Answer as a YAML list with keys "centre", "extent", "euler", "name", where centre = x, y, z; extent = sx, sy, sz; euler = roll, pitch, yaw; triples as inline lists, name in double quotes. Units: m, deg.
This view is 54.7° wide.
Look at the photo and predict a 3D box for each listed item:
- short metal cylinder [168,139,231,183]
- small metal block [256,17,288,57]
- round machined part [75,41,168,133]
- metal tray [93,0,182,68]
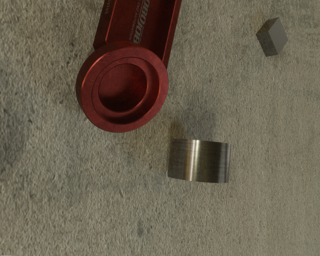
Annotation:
- centre: [0.053, 0.043, 0.413]
  extent: [0.081, 0.080, 0.050]
  euler: [8, 85, -40]
  name: "short metal cylinder"
- centre: [0.211, -0.170, 0.581]
  extent: [0.050, 0.025, 0.050]
  euler: [-50, 120, -28]
  name: "small metal block"
- centre: [-0.044, -0.047, 0.340]
  extent: [0.099, 0.042, 0.097]
  euler: [-16, 126, -23]
  name: "round machined part"
- centre: [-0.022, -0.140, 0.382]
  extent: [0.091, 0.030, 0.129]
  euler: [20, 78, -38]
  name: "metal tray"
